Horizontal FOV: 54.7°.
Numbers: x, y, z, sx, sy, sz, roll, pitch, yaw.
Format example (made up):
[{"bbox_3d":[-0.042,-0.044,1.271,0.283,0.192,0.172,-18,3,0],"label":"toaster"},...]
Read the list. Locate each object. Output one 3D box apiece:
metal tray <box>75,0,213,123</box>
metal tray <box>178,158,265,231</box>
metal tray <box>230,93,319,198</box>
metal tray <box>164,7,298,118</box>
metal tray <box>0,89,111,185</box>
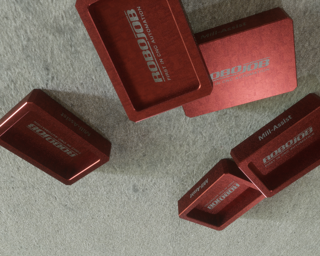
[{"bbox_3d":[-0.012,-0.080,0.304,0.090,0.030,0.129,-20,105,15],"label":"metal tray"},{"bbox_3d":[0.100,0.112,0.500,0.090,0.030,0.129,24,126,-20],"label":"metal tray"},{"bbox_3d":[0.171,0.027,0.410,0.130,0.030,0.090,-38,122,12],"label":"metal tray"},{"bbox_3d":[0.080,-0.068,0.347,0.130,0.030,0.090,-15,129,12],"label":"metal tray"},{"bbox_3d":[-0.142,0.018,0.416,0.090,0.030,0.130,-33,123,24],"label":"metal tray"}]
